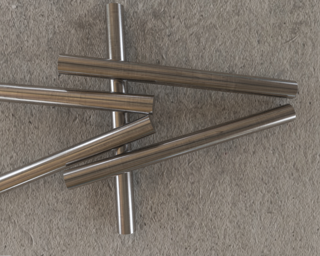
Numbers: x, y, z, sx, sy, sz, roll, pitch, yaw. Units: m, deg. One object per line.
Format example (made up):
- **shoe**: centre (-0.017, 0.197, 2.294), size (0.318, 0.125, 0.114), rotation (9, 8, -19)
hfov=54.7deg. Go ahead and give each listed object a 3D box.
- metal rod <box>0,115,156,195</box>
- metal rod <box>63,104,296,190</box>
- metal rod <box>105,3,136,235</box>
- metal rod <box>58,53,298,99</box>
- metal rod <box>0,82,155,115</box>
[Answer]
- **metal rod**: centre (-0.149, 0.050, 0.395), size (0.301, 0.025, 0.025), rotation (-22, 90, 5)
- **metal rod**: centre (0.030, 0.022, 0.396), size (0.302, 0.025, 0.025), rotation (-16, 90, -7)
- **metal rod**: centre (-0.052, -0.012, 0.410), size (0.025, 0.025, 0.298), rotation (-3, 90, -1)
- **metal rod**: centre (0.028, -0.065, 0.395), size (0.302, 0.025, 0.025), rotation (5, 90, -7)
- **metal rod**: centre (-0.157, -0.042, 0.395), size (0.302, 0.025, 0.025), rotation (5, 90, 5)
